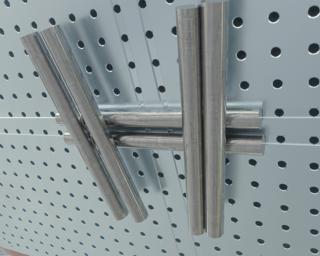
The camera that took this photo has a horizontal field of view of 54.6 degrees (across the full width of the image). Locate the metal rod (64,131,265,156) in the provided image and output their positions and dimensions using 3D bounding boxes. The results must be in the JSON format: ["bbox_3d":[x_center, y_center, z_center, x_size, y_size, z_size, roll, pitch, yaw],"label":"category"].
[{"bbox_3d":[-0.013,0.017,0.430,0.300,0.025,0.025,1,119,27],"label":"metal rod"}]

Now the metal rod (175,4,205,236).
[{"bbox_3d":[0.040,0.014,0.368,0.025,0.025,0.298,9,122,24],"label":"metal rod"}]

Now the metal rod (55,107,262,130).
[{"bbox_3d":[-0.021,-0.013,0.415,0.300,0.025,0.025,1,119,27],"label":"metal rod"}]

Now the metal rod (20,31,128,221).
[{"bbox_3d":[-0.115,0.011,0.448,0.025,0.025,0.299,-8,114,32],"label":"metal rod"}]

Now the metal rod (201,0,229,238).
[{"bbox_3d":[0.063,0.013,0.355,0.025,0.025,0.298,9,122,24],"label":"metal rod"}]

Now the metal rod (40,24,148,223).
[{"bbox_3d":[-0.082,0.009,0.429,0.025,0.025,0.299,-8,115,32],"label":"metal rod"}]
